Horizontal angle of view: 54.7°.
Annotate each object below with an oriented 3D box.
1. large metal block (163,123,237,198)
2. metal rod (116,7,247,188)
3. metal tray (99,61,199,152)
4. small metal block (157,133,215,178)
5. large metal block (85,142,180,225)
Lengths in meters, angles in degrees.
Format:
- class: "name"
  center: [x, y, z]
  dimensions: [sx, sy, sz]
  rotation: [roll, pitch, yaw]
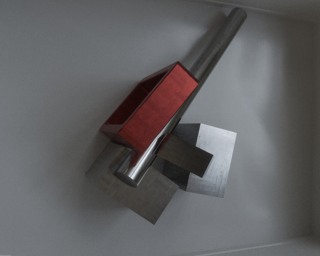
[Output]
- class: "large metal block"
  center: [0.047, 0.039, 0.400]
  dimensions: [0.050, 0.080, 0.080]
  rotation: [14, 85, -20]
- class: "metal rod"
  center: [0.041, -0.057, 0.377]
  dimensions: [0.025, 0.025, 0.301]
  rotation: [43, 59, -15]
- class: "metal tray"
  center: [-0.019, -0.021, 0.346]
  dimensions: [0.030, 0.130, 0.090]
  rotation: [42, 78, -15]
- class: "small metal block"
  center: [0.029, 0.029, 0.329]
  dimensions: [0.050, 0.050, 0.025]
  rotation: [26, 89, 13]
- class: "large metal block"
  center: [-0.036, 0.062, 0.369]
  dimensions: [0.080, 0.080, 0.050]
  rotation: [38, 78, -17]
